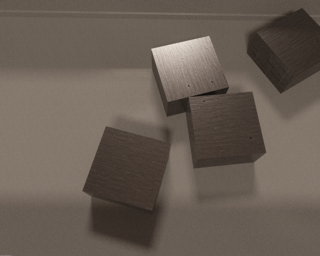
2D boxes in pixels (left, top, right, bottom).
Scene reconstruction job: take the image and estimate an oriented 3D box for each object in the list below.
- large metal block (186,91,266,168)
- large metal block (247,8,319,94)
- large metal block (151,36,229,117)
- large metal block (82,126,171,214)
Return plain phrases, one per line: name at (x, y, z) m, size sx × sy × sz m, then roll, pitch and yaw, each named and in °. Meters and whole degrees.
large metal block at (0.080, 0.004, 0.396) m, size 0.081 × 0.050 × 0.080 m, roll -5°, pitch 70°, yaw -3°
large metal block at (0.186, -0.109, 0.438) m, size 0.080 × 0.050 × 0.080 m, roll -30°, pitch 73°, yaw -11°
large metal block at (0.038, -0.070, 0.422) m, size 0.081 × 0.050 × 0.080 m, roll -14°, pitch 71°, yaw -6°
large metal block at (-0.037, 0.052, 0.377) m, size 0.080 × 0.050 × 0.080 m, roll 15°, pitch 71°, yaw 5°
